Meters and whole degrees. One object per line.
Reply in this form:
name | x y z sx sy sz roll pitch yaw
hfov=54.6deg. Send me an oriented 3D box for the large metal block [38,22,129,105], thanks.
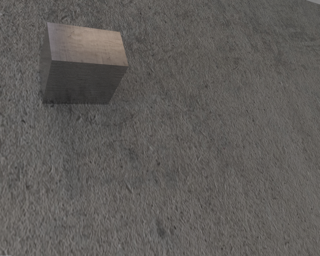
large metal block | -0.092 -0.070 0.361 0.081 0.080 0.050 -1 63 -29
